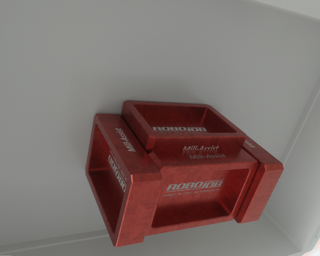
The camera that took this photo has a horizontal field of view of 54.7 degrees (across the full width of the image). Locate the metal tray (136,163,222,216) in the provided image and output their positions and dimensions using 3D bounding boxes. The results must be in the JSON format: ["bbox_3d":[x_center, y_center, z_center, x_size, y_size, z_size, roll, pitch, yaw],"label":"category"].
[{"bbox_3d":[0.006,0.079,0.415,0.131,0.090,0.030,0,118,-29],"label":"metal tray"}]

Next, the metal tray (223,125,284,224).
[{"bbox_3d":[0.096,0.052,0.422,0.030,0.130,0.089,1,119,-29],"label":"metal tray"}]

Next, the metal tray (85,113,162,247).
[{"bbox_3d":[-0.048,0.051,0.344,0.030,0.130,0.089,0,119,-29],"label":"metal tray"}]

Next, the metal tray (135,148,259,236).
[{"bbox_3d":[0.041,0.070,0.352,0.131,0.030,0.089,1,118,-29],"label":"metal tray"}]

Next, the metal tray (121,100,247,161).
[{"bbox_3d":[0.027,0.001,0.378,0.131,0.090,0.030,0,119,-28],"label":"metal tray"}]
